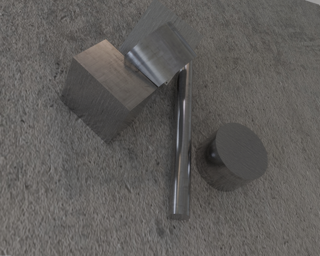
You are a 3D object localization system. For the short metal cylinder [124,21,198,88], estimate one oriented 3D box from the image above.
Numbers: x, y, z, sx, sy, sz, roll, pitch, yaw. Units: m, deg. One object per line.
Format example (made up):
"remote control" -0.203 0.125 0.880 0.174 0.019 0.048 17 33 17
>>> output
"short metal cylinder" -0.002 -0.082 0.374 0.050 0.080 0.080 51 51 -7

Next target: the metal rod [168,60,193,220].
"metal rod" 0.033 -0.023 0.435 0.025 0.025 0.300 18 55 -18

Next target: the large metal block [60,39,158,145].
"large metal block" -0.062 -0.039 0.359 0.080 0.080 0.050 44 51 2

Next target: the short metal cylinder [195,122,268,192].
"short metal cylinder" 0.095 0.039 0.415 0.081 0.050 0.080 14 56 -21

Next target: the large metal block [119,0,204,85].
"large metal block" 0.003 -0.117 0.433 0.080 0.080 0.050 37 11 -4
